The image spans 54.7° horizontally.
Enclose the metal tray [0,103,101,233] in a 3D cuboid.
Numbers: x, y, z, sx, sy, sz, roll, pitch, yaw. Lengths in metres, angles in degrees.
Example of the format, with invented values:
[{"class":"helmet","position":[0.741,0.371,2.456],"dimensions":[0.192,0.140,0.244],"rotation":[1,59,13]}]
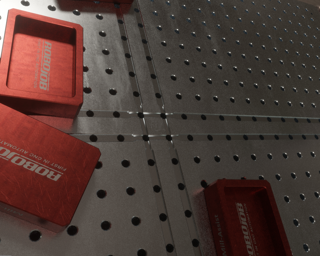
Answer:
[{"class":"metal tray","position":[-0.137,0.037,0.310],"dimensions":[0.131,0.030,0.090],"rotation":[27,52,-12]}]

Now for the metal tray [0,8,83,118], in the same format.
[{"class":"metal tray","position":[-0.142,-0.080,0.377],"dimensions":[0.091,0.030,0.130],"rotation":[7,59,-25]}]

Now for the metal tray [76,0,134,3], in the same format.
[{"class":"metal tray","position":[-0.109,-0.248,0.498],"dimensions":[0.131,0.030,0.090],"rotation":[-12,68,-33]}]

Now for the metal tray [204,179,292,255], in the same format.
[{"class":"metal tray","position":[0.112,0.131,0.387],"dimensions":[0.091,0.030,0.130],"rotation":[6,59,-26]}]
